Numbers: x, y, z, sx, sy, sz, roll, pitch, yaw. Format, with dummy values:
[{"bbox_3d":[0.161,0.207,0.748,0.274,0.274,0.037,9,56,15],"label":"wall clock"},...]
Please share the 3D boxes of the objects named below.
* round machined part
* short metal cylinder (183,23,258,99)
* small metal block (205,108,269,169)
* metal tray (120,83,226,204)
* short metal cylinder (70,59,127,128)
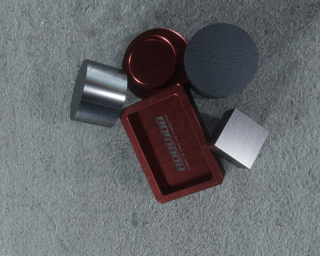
[{"bbox_3d":[-0.006,-0.082,0.404,0.098,0.042,0.097,0,90,20],"label":"round machined part"},{"bbox_3d":[0.067,-0.075,0.362,0.080,0.050,0.079,0,92,2],"label":"short metal cylinder"},{"bbox_3d":[0.090,0.013,0.360,0.050,0.025,0.050,34,77,-10],"label":"small metal block"},{"bbox_3d":[0.015,0.020,0.390,0.090,0.030,0.129,-23,92,18],"label":"metal tray"},{"bbox_3d":[-0.081,-0.044,0.403,0.050,0.080,0.080,13,96,-24],"label":"short metal cylinder"}]
